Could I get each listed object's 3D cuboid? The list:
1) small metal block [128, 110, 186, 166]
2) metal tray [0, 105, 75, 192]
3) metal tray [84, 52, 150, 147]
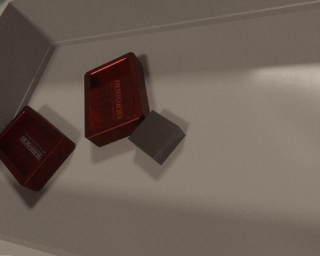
[{"bbox_3d":[-0.004,0.012,0.400,0.050,0.025,0.050,34,80,38],"label":"small metal block"},{"bbox_3d":[-0.203,0.028,0.489,0.130,0.030,0.090,31,78,37],"label":"metal tray"},{"bbox_3d":[-0.067,-0.045,0.462,0.090,0.030,0.130,-21,54,15],"label":"metal tray"}]
